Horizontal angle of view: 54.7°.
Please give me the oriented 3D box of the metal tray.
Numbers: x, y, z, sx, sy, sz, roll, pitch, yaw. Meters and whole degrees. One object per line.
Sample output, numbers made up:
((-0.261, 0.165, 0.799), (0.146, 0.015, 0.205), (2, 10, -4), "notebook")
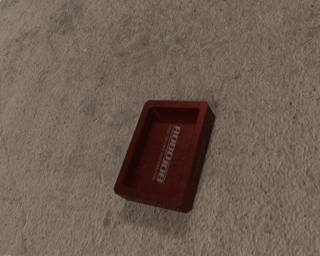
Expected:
((0.007, 0.029, 0.377), (0.090, 0.030, 0.130), (5, 64, 30), "metal tray")
